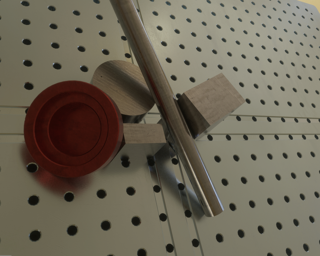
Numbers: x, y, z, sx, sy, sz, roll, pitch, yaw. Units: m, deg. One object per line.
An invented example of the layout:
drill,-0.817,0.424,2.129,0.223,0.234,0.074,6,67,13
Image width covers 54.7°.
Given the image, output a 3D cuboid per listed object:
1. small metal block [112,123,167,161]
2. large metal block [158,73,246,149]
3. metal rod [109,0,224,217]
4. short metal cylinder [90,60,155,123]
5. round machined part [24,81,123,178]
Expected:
small metal block,-0.028,0.018,0.368,0.050,0.050,0.025,0,62,-29
large metal block,0.053,-0.020,0.416,0.081,0.080,0.050,-31,79,-38
metal rod,0.007,-0.032,0.372,0.025,0.025,0.299,-28,96,-37
short metal cylinder,-0.051,-0.038,0.389,0.081,0.050,0.080,14,56,-21
round machined part,-0.087,0.002,0.329,0.099,0.042,0.097,0,86,5
